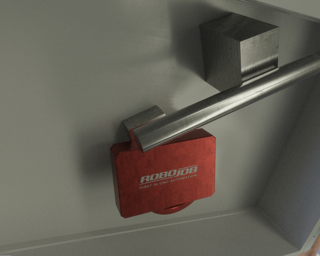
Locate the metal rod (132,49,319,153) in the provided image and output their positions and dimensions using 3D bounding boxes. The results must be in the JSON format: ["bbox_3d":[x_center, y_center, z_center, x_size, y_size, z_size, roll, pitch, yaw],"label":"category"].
[{"bbox_3d":[0.112,-0.046,0.339,0.302,0.025,0.025,-24,127,-14],"label":"metal rod"}]

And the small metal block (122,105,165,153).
[{"bbox_3d":[-0.016,0.005,0.405,0.050,0.025,0.050,-25,128,-13],"label":"small metal block"}]

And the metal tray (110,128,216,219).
[{"bbox_3d":[0.007,0.056,0.398,0.131,0.030,0.089,-10,111,-19],"label":"metal tray"}]

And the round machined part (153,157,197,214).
[{"bbox_3d":[0.015,0.076,0.455,0.099,0.042,0.097,-14,124,-21],"label":"round machined part"}]

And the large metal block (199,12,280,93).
[{"bbox_3d":[0.094,-0.085,0.374,0.050,0.080,0.080,-24,127,-14],"label":"large metal block"}]
